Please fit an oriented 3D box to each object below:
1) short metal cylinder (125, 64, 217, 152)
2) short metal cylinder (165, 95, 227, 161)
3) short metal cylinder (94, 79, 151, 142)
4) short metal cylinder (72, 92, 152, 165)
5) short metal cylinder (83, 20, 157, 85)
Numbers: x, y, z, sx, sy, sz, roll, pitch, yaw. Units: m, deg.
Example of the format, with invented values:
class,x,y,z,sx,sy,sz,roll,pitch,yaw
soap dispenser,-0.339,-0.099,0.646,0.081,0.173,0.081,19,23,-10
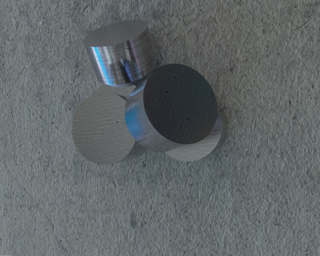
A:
class,x,y,z,sx,sy,sz,roll,pitch,yaw
short metal cylinder,0.010,-0.019,0.316,0.050,0.081,0.080,-26,79,61
short metal cylinder,0.039,-0.001,0.382,0.080,0.050,0.079,0,90,19
short metal cylinder,-0.046,-0.022,0.412,0.080,0.050,0.079,0,90,19
short metal cylinder,-0.053,0.000,0.361,0.080,0.050,0.079,0,90,19
short metal cylinder,-0.049,-0.097,0.390,0.080,0.080,0.050,0,129,19
